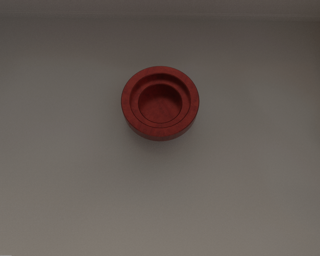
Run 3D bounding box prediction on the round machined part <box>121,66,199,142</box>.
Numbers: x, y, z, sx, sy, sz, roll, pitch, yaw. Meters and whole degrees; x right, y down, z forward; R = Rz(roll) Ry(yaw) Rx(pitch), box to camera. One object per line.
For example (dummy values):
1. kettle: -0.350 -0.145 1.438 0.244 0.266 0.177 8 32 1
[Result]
1. round machined part: 0.000 -0.028 0.408 0.099 0.042 0.098 0 70 0
